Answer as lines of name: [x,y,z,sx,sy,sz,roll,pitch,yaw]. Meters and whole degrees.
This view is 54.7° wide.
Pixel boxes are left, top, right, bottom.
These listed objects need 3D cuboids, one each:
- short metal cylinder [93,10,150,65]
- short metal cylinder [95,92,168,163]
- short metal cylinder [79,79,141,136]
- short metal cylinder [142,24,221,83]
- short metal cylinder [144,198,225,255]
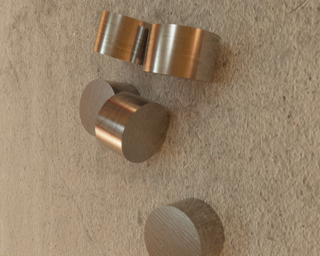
short metal cylinder: [-0.042,-0.115,0.404,0.080,0.081,0.050,27,107,36]
short metal cylinder: [-0.035,-0.002,0.398,0.050,0.081,0.079,24,106,37]
short metal cylinder: [-0.071,-0.028,0.448,0.080,0.050,0.080,0,90,40]
short metal cylinder: [0.024,-0.082,0.350,0.080,0.081,0.050,17,101,39]
short metal cylinder: [0.028,0.127,0.366,0.080,0.050,0.080,0,90,40]
